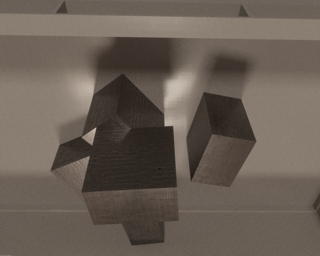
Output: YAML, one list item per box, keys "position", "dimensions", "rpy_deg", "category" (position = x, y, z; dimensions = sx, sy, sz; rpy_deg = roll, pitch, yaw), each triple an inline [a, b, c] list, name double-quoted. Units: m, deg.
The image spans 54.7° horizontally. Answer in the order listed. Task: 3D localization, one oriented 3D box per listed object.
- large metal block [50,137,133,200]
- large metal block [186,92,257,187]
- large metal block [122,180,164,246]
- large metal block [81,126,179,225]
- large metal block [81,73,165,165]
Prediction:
- position: [-0.090, 0.054, 0.437]
  dimensions: [0.080, 0.050, 0.080]
  rpy_deg: [-21, 127, 17]
  category: "large metal block"
- position: [0.071, 0.014, 0.386]
  dimensions: [0.050, 0.080, 0.079]
  rpy_deg: [10, 129, -9]
  category: "large metal block"
- position: [-0.025, 0.121, 0.476]
  dimensions: [0.050, 0.080, 0.080]
  rpy_deg: [-8, 130, 6]
  category: "large metal block"
- position: [-0.024, 0.045, 0.306]
  dimensions: [0.080, 0.080, 0.050]
  rpy_deg: [-3, 130, 2]
  category: "large metal block"
- position: [-0.039, -0.004, 0.369]
  dimensions: [0.050, 0.080, 0.080]
  rpy_deg: [-31, 124, 23]
  category: "large metal block"
